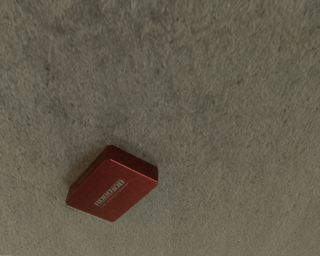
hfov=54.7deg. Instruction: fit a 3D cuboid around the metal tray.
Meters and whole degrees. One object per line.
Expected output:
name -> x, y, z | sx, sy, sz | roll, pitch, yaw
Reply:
metal tray -> -0.075, 0.091, 0.480 | 0.090, 0.030, 0.129 | 30, 124, -24
